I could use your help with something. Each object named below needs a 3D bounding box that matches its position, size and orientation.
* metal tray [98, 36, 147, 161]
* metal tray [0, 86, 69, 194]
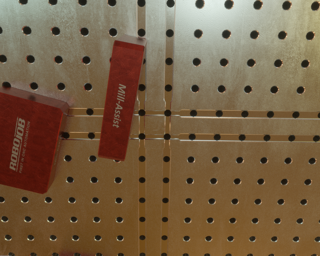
[{"bbox_3d":[-0.043,-0.038,0.364,0.030,0.090,0.129,10,110,-4],"label":"metal tray"},{"bbox_3d":[-0.182,0.018,0.415,0.091,0.030,0.129,16,109,-6],"label":"metal tray"}]
